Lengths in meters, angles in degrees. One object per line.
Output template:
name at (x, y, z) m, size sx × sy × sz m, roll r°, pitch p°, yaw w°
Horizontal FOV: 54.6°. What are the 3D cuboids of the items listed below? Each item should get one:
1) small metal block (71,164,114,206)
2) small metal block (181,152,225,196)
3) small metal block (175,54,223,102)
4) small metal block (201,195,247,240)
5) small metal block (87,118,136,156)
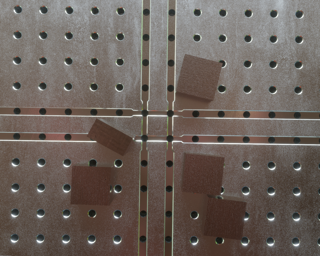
small metal block at (-0.089, 0.075, 0.413) m, size 0.050 × 0.025 × 0.050 m, roll 2°, pitch 90°, yaw 0°
small metal block at (0.056, 0.060, 0.414) m, size 0.050 × 0.025 × 0.050 m, roll 6°, pitch 90°, yaw 0°
small metal block at (0.051, -0.066, 0.414) m, size 0.050 × 0.025 × 0.050 m, roll 14°, pitch 90°, yaw 0°
small metal block at (0.084, 0.118, 0.414) m, size 0.050 × 0.025 × 0.050 m, roll 7°, pitch 90°, yaw 0°
small metal block at (-0.061, 0.011, 0.401) m, size 0.050 × 0.050 × 0.025 m, roll 29°, pitch 90°, yaw 0°
